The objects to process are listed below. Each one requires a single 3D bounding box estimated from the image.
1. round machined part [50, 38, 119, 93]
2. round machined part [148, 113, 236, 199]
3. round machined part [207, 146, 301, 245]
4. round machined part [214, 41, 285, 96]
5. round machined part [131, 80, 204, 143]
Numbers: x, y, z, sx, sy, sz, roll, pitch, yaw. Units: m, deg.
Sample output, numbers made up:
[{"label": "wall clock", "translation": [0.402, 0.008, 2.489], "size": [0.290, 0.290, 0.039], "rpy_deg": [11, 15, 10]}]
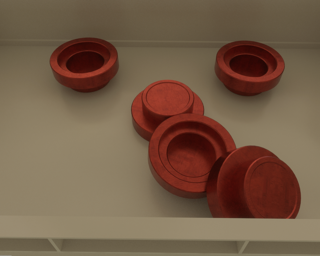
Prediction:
[{"label": "round machined part", "translation": [-0.112, -0.092, 0.470], "size": [0.099, 0.042, 0.098], "rpy_deg": [0, 50, 0]}, {"label": "round machined part", "translation": [0.035, 0.035, 0.358], "size": [0.099, 0.042, 0.098], "rpy_deg": [2, 59, -4]}, {"label": "round machined part", "translation": [0.100, 0.065, 0.311], "size": [0.099, 0.042, 0.098], "rpy_deg": [7, 72, -22]}, {"label": "round machined part", "translation": [0.132, -0.086, 0.467], "size": [0.099, 0.042, 0.098], "rpy_deg": [0, 50, 0]}, {"label": "round machined part", "translation": [0.010, -0.027, 0.417], "size": [0.099, 0.042, 0.098], "rpy_deg": [0, 50, 0]}]
